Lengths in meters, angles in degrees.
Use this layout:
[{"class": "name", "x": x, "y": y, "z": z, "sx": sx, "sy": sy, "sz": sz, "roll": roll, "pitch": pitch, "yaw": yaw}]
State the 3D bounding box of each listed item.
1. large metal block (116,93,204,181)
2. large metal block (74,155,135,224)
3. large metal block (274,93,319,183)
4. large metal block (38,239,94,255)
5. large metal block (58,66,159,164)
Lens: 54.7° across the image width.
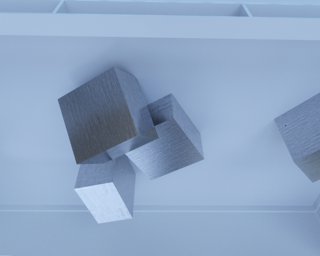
[{"class": "large metal block", "x": 0.001, "y": 0.014, "z": 0.405, "sx": 0.080, "sy": 0.050, "sz": 0.080, "roll": -25, "pitch": 126, "yaw": 19}, {"class": "large metal block", "x": -0.072, "y": 0.074, "z": 0.435, "sx": 0.050, "sy": 0.080, "sz": 0.080, "roll": -11, "pitch": 129, "yaw": 9}, {"class": "large metal block", "x": 0.201, "y": 0.007, "z": 0.382, "sx": 0.080, "sy": 0.080, "sz": 0.050, "roll": -34, "pitch": 122, "yaw": 25}, {"class": "large metal block", "x": -0.195, "y": 0.279, "z": 0.631, "sx": 0.080, "sy": 0.050, "sz": 0.080, "roll": -31, "pitch": 124, "yaw": 23}, {"class": "large metal block", "x": -0.059, "y": -0.011, "z": 0.354, "sx": 0.080, "sy": 0.080, "sz": 0.050, "roll": -26, "pitch": 165, "yaw": 19}]
